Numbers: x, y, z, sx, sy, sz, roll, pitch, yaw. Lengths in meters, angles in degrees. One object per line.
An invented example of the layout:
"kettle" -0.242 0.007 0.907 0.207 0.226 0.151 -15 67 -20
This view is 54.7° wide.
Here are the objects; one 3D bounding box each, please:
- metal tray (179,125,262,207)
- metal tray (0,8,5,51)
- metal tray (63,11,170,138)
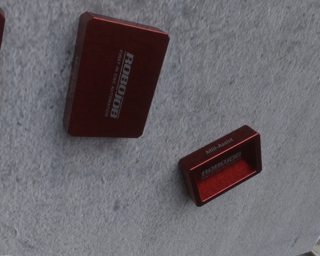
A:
"metal tray" 0.101 0.061 0.499 0.131 0.030 0.090 -26 128 -12
"metal tray" -0.204 -0.070 0.248 0.131 0.030 0.089 7 115 -32
"metal tray" -0.051 -0.052 0.345 0.091 0.030 0.129 3 117 -30
